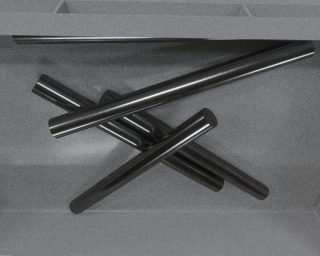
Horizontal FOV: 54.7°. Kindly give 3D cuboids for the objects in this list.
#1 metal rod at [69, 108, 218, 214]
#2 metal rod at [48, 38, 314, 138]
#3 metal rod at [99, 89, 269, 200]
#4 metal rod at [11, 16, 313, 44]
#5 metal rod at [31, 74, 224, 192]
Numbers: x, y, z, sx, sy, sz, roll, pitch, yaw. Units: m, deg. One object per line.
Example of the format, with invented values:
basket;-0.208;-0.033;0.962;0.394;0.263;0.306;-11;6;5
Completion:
metal rod;-0.042;0.060;0.432;0.025;0.025;0.299;34;130;-26
metal rod;0.018;-0.044;0.350;0.301;0.025;0.025;-17;129;6
metal rod;0.049;0.034;0.438;0.301;0.025;0.025;31;123;-24
metal rod;0.003;-0.101;0.322;0.302;0.025;0.025;-1;130;0
metal rod;-0.026;0.018;0.423;0.301;0.025;0.025;31;123;-24
